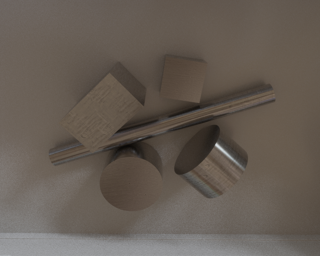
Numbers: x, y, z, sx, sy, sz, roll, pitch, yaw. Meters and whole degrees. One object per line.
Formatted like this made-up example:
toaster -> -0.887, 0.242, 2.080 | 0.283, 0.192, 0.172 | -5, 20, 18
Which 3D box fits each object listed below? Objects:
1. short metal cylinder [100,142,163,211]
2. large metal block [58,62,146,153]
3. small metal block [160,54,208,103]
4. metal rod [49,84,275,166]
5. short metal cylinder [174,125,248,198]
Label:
short metal cylinder -> -0.037, 0.064, 0.419 | 0.081, 0.050, 0.079 | 0, 110, -1
large metal block -> -0.064, -0.028, 0.370 | 0.080, 0.080, 0.050 | -41, 105, 13
small metal block -> 0.028, -0.062, 0.387 | 0.050, 0.025, 0.050 | 8, 110, -4
metal rod -> -0.001, -0.002, 0.409 | 0.301, 0.025, 0.025 | -16, 110, 5
short metal cylinder -> 0.064, 0.042, 0.397 | 0.050, 0.080, 0.080 | 41, 105, -14
